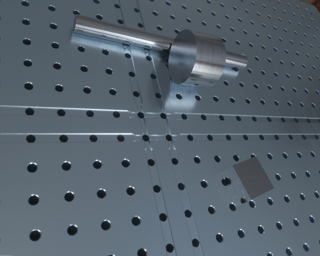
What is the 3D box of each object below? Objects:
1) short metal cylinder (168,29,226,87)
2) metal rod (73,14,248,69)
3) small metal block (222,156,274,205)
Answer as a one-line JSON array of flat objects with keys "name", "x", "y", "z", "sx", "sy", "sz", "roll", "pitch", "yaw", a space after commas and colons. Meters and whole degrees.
[{"name": "short metal cylinder", "x": 0.054, "y": -0.103, "z": 0.467, "sx": 0.050, "sy": 0.080, "sz": 0.080, "roll": 3, "pitch": 60, "yaw": -27}, {"name": "metal rod", "x": 0.016, "y": -0.133, "z": 0.499, "sx": 0.302, "sy": 0.025, "sz": 0.025, "roll": 6, "pitch": 59, "yaw": -26}, {"name": "small metal block", "x": 0.123, "y": 0.073, "z": 0.432, "sx": 0.050, "sy": 0.025, "sz": 0.050, "roll": -14, "pitch": 69, "yaw": -34}]
